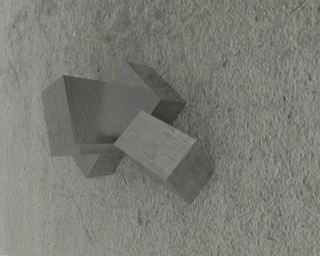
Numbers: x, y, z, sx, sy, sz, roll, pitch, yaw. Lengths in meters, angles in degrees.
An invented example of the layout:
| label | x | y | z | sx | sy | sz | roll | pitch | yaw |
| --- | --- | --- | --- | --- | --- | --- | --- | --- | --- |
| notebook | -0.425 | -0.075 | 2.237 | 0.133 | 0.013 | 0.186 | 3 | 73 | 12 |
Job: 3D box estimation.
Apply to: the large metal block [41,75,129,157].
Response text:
| label | x | y | z | sx | sy | sz | roll | pitch | yaw |
| --- | --- | --- | --- | --- | --- | --- | --- | --- | --- |
| large metal block | -0.089 | -0.012 | 0.377 | 0.050 | 0.081 | 0.080 | -24 | 74 | 38 |

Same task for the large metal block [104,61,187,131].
| label | x | y | z | sx | sy | sz | roll | pitch | yaw |
| --- | --- | --- | --- | --- | --- | --- | --- | --- | --- |
| large metal block | -0.026 | -0.029 | 0.409 | 0.080 | 0.050 | 0.080 | 50 | 119 | 30 |

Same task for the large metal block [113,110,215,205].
| label | x | y | z | sx | sy | sz | roll | pitch | yaw |
| --- | --- | --- | --- | --- | --- | --- | --- | --- | --- |
| large metal block | 0.007 | 0.034 | 0.354 | 0.080 | 0.080 | 0.050 | 30 | 76 | 35 |

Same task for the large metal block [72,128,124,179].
| label | x | y | z | sx | sy | sz | roll | pitch | yaw |
| --- | --- | --- | --- | --- | --- | --- | --- | --- | --- |
| large metal block | -0.093 | 0.016 | 0.466 | 0.080 | 0.050 | 0.080 | 47 | 118 | 29 |
